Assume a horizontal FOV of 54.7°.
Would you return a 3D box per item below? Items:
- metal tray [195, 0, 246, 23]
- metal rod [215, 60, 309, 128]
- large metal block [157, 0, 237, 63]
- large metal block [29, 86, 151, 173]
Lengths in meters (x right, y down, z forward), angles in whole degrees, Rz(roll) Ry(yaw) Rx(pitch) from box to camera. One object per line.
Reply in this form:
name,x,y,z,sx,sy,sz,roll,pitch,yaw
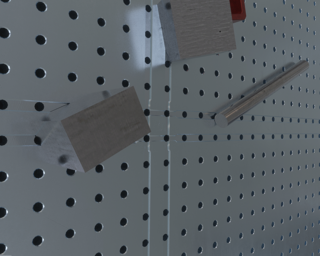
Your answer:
metal tray,0.086,-0.228,0.477,0.091,0.030,0.129,-18,102,-38
metal rod,0.203,-0.073,0.578,0.302,0.025,0.025,-30,109,-36
large metal block,0.049,-0.136,0.415,0.081,0.050,0.079,-13,99,-15
large metal block,-0.071,-0.001,0.314,0.081,0.080,0.050,-32,110,-35
